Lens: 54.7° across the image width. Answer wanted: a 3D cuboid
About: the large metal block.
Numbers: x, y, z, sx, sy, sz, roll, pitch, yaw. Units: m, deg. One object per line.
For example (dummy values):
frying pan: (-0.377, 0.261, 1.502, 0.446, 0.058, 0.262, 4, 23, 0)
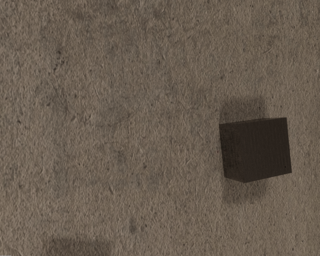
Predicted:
large metal block: (0.137, 0.029, 0.448, 0.081, 0.050, 0.079, -7, 93, -20)
